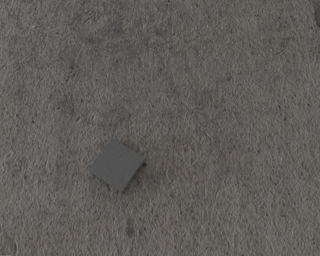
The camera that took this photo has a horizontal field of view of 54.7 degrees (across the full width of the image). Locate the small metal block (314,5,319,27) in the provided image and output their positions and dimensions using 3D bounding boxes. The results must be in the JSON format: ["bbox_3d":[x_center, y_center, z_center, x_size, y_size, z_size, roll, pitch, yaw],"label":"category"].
[{"bbox_3d":[0.269,-0.179,0.462,0.050,0.050,0.025,-3,70,-1],"label":"small metal block"}]

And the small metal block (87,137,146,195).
[{"bbox_3d":[-0.053,0.048,0.390,0.050,0.025,0.050,32,73,10],"label":"small metal block"}]
